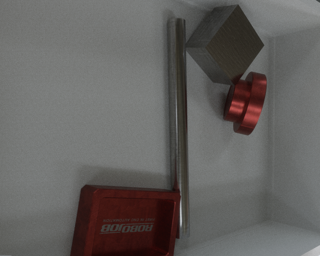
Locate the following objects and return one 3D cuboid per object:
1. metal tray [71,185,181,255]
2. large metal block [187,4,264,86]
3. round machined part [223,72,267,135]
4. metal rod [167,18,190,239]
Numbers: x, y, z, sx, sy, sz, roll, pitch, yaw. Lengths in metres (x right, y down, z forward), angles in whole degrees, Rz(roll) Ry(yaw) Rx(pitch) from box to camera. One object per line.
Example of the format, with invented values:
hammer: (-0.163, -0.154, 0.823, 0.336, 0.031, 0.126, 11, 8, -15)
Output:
metal tray: (-0.036, 0.119, 0.375, 0.131, 0.030, 0.090, 13, 82, -40)
large metal block: (0.096, -0.122, 0.461, 0.080, 0.050, 0.080, 42, 80, -32)
round machined part: (0.128, -0.040, 0.483, 0.042, 0.098, 0.098, 14, 78, 4)
metal rod: (0.026, 0.002, 0.430, 0.025, 0.025, 0.298, -2, 92, -40)
